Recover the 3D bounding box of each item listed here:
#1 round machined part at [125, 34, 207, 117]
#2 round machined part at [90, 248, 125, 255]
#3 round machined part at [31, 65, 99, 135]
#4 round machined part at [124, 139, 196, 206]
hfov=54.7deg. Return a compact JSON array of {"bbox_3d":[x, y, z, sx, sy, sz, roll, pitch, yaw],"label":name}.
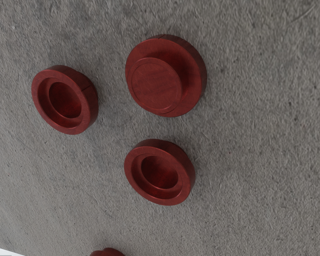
[{"bbox_3d":[0.002,-0.055,0.361,0.098,0.042,0.097,13,124,21],"label":"round machined part"},{"bbox_3d":[-0.098,0.281,0.622,0.098,0.042,0.097,13,124,21],"label":"round machined part"},{"bbox_3d":[-0.127,-0.042,0.437,0.098,0.042,0.097,13,124,21],"label":"round machined part"},{"bbox_3d":[0.003,0.056,0.429,0.098,0.042,0.097,13,124,21],"label":"round machined part"}]
